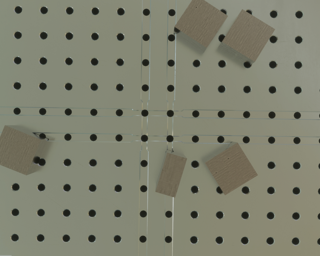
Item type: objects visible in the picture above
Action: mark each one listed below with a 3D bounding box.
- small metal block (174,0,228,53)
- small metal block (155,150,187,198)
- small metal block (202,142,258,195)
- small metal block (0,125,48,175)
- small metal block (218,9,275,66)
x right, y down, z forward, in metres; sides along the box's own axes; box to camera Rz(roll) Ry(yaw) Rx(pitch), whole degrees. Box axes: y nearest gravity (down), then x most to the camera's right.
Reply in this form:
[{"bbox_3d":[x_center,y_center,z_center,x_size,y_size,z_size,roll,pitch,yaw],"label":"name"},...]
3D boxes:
[{"bbox_3d":[0.054,-0.138,0.414,0.050,0.025,0.050,33,90,0],"label":"small metal block"},{"bbox_3d":[0.014,0.057,0.401,0.025,0.050,0.050,17,90,0],"label":"small metal block"},{"bbox_3d":[0.093,0.053,0.414,0.050,0.025,0.050,-32,90,0],"label":"small metal block"},{"bbox_3d":[-0.186,0.029,0.412,0.050,0.025,0.050,22,90,0],"label":"small metal block"},{"bbox_3d":[0.115,-0.120,0.414,0.050,0.025,0.050,32,90,0],"label":"small metal block"}]
